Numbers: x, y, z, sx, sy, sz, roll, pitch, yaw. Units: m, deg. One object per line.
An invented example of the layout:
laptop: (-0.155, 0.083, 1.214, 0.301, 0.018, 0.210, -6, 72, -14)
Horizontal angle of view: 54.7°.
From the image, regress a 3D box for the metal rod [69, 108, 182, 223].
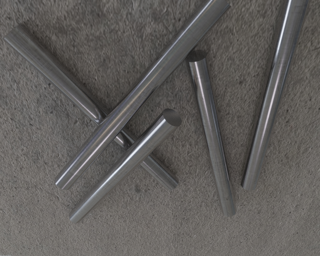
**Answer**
metal rod: (-0.066, 0.070, 0.440, 0.025, 0.025, 0.298, 26, 133, -21)

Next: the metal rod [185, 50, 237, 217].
metal rod: (0.078, 0.031, 0.433, 0.025, 0.025, 0.299, -12, 129, 10)

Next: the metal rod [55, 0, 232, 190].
metal rod: (-0.035, -0.027, 0.358, 0.025, 0.025, 0.299, 33, 115, -25)

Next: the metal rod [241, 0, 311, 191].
metal rod: (0.135, -0.026, 0.385, 0.025, 0.025, 0.298, -1, 130, 0)

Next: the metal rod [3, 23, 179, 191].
metal rod: (-0.067, -0.007, 0.400, 0.025, 0.025, 0.300, -28, 125, 22)
